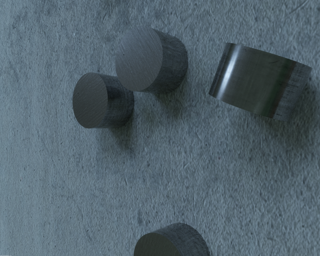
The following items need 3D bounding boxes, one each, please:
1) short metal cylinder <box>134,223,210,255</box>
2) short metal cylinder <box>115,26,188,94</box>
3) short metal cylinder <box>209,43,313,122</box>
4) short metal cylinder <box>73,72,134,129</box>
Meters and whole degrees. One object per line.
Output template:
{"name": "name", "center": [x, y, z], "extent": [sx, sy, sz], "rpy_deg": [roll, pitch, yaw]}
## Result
{"name": "short metal cylinder", "center": [0.014, 0.162, 0.377], "extent": [0.080, 0.050, 0.080], "rpy_deg": [0, 90, 40]}
{"name": "short metal cylinder", "center": [-0.011, -0.085, 0.398], "extent": [0.080, 0.050, 0.080], "rpy_deg": [0, 90, 40]}
{"name": "short metal cylinder", "center": [0.093, -0.044, 0.293], "extent": [0.080, 0.081, 0.050], "rpy_deg": [28, 108, 36]}
{"name": "short metal cylinder", "center": [-0.084, -0.039, 0.459], "extent": [0.080, 0.050, 0.080], "rpy_deg": [0, 90, 40]}
